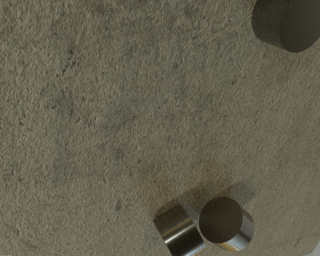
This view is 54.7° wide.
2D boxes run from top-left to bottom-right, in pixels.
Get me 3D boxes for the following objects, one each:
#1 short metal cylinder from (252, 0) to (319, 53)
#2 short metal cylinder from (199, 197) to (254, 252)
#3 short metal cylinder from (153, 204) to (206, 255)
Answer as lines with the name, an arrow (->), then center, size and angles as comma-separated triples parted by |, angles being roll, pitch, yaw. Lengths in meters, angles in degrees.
short metal cylinder -> 0.166, -0.142, 0.393 | 0.081, 0.050, 0.079 | -14, 124, -21
short metal cylinder -> 0.115, 0.166, 0.537 | 0.080, 0.080, 0.050 | -45, 129, 3
short metal cylinder -> 0.030, 0.169, 0.492 | 0.050, 0.080, 0.080 | -29, 128, -10
